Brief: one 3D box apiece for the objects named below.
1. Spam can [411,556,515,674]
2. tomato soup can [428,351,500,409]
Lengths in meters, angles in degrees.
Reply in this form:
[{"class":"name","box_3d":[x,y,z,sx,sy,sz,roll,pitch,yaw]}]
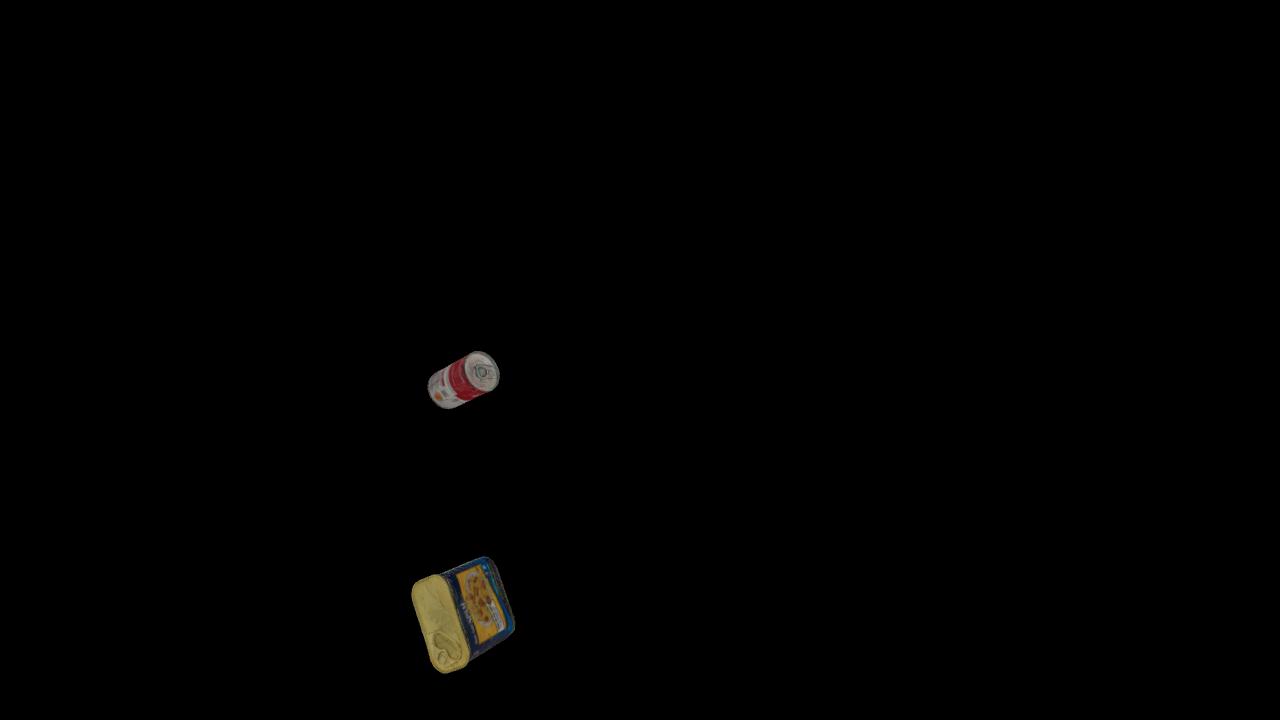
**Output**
[{"class":"Spam can","box_3d":[-0.196,0.281,0.692,0.058,0.101,0.085,-26,-11,23]},{"class":"tomato soup can","box_3d":[-0.283,0.034,0.983,0.101,0.068,0.068,-23,-13,33]}]
